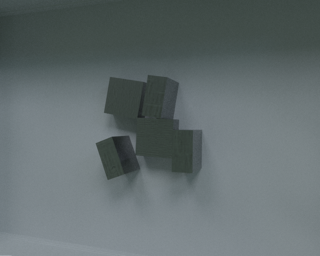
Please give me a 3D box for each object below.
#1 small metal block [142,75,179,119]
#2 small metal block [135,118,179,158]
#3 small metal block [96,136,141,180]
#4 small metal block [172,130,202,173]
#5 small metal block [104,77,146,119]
[{"bbox_3d":[0.002,-0.038,0.396,0.025,0.050,0.050,10,93,19],"label":"small metal block"},{"bbox_3d":[-0.003,0.012,0.411,0.050,0.025,0.050,3,91,19],"label":"small metal block"},{"bbox_3d":[-0.055,0.038,0.416,0.025,0.050,0.050,-22,83,18],"label":"small metal block"},{"bbox_3d":[0.034,0.027,0.384,0.025,0.050,0.050,1,90,20],"label":"small metal block"},{"bbox_3d":[-0.045,-0.041,0.425,0.050,0.025,0.050,11,94,19],"label":"small metal block"}]
